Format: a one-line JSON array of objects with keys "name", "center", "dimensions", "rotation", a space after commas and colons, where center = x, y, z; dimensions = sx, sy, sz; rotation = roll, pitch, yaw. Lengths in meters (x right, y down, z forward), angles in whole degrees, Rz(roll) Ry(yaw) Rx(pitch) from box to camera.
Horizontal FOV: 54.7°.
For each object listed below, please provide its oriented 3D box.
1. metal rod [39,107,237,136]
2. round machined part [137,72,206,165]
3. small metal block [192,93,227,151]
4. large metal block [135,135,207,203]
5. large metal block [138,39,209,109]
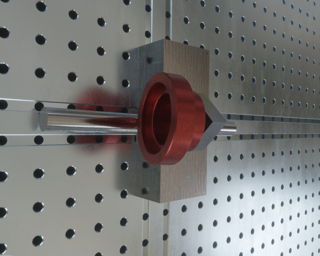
[{"name": "metal rod", "center": [-0.001, -0.004, 0.408], "dimensions": [0.302, 0.025, 0.025], "rotation": [2, 89, -40]}, {"name": "round machined part", "center": [0.013, -0.009, 0.335], "dimensions": [0.042, 0.098, 0.097], "rotation": [5, 87, -26]}, {"name": "small metal block", "center": [0.045, -0.007, 0.373], "dimensions": [0.025, 0.050, 0.050], "rotation": [1, 46, -40]}, {"name": "large metal block", "center": [0.016, 0.049, 0.406], "dimensions": [0.081, 0.050, 0.080], "rotation": [2, 89, -40]}, {"name": "large metal block", "center": [0.019, -0.065, 0.409], "dimensions": [0.081, 0.050, 0.080], "rotation": [1, 90, -40]}]
